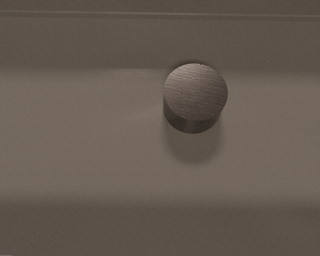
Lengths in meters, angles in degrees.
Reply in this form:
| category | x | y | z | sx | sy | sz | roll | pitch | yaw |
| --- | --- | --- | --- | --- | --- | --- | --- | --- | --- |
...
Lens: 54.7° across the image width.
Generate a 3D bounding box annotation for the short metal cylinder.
| category | x | y | z | sx | sy | sz | roll | pitch | yaw |
| --- | --- | --- | --- | --- | --- | --- | --- | --- | --- |
| short metal cylinder | 0.045 | -0.038 | 0.411 | 0.081 | 0.050 | 0.080 | 0 | 70 | 0 |
